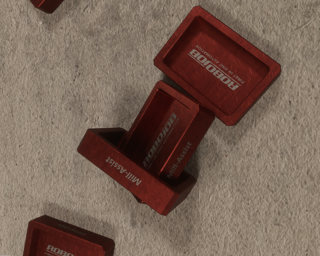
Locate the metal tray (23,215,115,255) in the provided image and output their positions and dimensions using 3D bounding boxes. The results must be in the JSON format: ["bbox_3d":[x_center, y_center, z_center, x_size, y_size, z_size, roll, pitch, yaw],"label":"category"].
[{"bbox_3d":[-0.137,0.191,0.452,0.130,0.030,0.089,12,94,19],"label":"metal tray"}]

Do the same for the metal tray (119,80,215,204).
[{"bbox_3d":[-0.001,0.016,0.377,0.129,0.030,0.090,-59,41,10],"label":"metal tray"}]

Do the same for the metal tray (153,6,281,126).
[{"bbox_3d":[0.068,-0.075,0.381,0.130,0.030,0.090,42,103,15],"label":"metal tray"}]

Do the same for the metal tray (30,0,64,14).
[{"bbox_3d":[-0.182,-0.252,0.468,0.090,0.030,0.130,-41,78,15],"label":"metal tray"}]

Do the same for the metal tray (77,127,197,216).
[{"bbox_3d":[-0.025,0.046,0.382,0.130,0.090,0.030,34,102,16],"label":"metal tray"}]
